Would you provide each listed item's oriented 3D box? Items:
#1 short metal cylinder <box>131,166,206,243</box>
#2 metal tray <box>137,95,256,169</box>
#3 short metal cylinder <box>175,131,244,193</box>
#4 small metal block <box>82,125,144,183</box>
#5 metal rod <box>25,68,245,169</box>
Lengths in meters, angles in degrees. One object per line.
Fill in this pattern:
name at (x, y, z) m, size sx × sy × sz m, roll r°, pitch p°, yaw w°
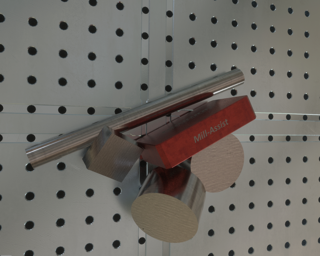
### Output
short metal cylinder at (0.012, 0.092, 0.377) m, size 0.080 × 0.080 × 0.050 m, roll 49°, pitch 34°, yaw -14°
metal tray at (0.042, 0.002, 0.390) m, size 0.131 × 0.090 × 0.030 m, roll -28°, pitch 100°, yaw -18°
short metal cylinder at (0.064, 0.040, 0.414) m, size 0.081 × 0.050 × 0.079 m, roll -4°, pitch 100°, yaw -24°
small metal block at (-0.056, 0.032, 0.375) m, size 0.050 × 0.025 × 0.050 m, roll 31°, pitch 96°, yaw -37°
metal rod at (-0.017, -0.020, 0.402) m, size 0.302 × 0.025 × 0.025 m, roll -23°, pitch 98°, yaw -19°
